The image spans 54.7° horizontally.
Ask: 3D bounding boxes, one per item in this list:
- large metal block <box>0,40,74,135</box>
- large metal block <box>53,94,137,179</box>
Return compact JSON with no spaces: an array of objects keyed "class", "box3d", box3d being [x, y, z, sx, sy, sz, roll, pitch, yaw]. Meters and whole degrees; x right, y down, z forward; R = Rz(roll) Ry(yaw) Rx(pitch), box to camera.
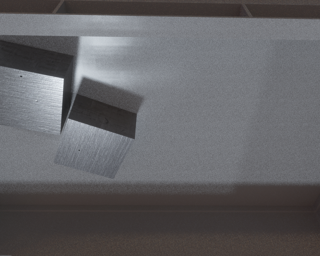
[{"class":"large metal block","box3d":[-0.147,-0.044,0.353,0.081,0.050,0.079,11,129,-10]},{"class":"large metal block","box3d":[-0.083,0.013,0.403,0.081,0.050,0.079,19,128,-16]}]
